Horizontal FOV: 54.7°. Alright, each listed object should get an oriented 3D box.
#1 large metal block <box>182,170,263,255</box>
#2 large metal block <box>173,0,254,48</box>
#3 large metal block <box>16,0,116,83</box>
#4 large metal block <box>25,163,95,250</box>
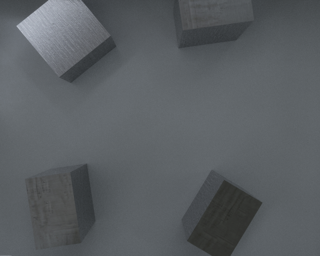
[{"bbox_3d":[0.072,0.104,0.385,0.050,0.080,0.080,31,90,-1],"label":"large metal block"},{"bbox_3d":[0.062,-0.139,0.385,0.081,0.080,0.050,-8,90,0],"label":"large metal block"},{"bbox_3d":[-0.116,-0.117,0.397,0.080,0.050,0.080,-39,91,0],"label":"large metal block"},{"bbox_3d":[-0.119,0.092,0.382,0.050,0.080,0.080,-9,90,0],"label":"large metal block"}]
